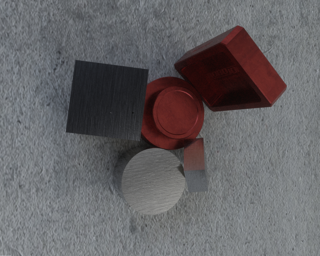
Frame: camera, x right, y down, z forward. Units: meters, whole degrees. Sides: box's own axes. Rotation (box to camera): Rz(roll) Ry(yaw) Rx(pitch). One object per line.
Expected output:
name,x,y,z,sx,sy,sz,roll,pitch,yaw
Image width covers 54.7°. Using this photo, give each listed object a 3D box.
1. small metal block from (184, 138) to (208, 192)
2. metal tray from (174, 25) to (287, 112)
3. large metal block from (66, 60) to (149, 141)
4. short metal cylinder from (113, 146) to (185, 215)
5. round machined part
small metal block,0.047,0.049,0.404,0.025,0.050,0.050,-5,137,10
metal tray,0.079,-0.065,0.384,0.030,0.130,0.090,-46,105,-14
large metal block,-0.058,-0.029,0.363,0.081,0.050,0.080,7,88,-3
short metal cylinder,-0.015,0.064,0.393,0.081,0.050,0.079,0,90,-21
round machined part,0.016,-0.020,0.409,0.099,0.042,0.097,0,90,-21
